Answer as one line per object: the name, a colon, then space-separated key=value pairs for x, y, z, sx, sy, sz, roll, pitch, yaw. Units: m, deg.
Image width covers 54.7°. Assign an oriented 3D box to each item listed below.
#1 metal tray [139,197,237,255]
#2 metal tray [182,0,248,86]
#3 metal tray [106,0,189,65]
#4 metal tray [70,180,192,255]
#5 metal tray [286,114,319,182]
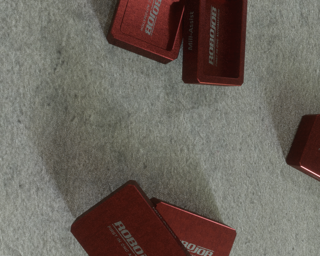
metal tray: x=0.031 y=0.159 z=0.419 sx=0.131 sy=0.030 sz=0.090 roll=25 pitch=82 yaw=-19
metal tray: x=0.075 y=-0.123 z=0.415 sx=0.091 sy=0.030 sz=0.129 roll=-2 pitch=96 yaw=-37
metal tray: x=-0.008 y=-0.160 z=0.404 sx=0.091 sy=0.030 sz=0.129 roll=17 pitch=84 yaw=-20
metal tray: x=-0.031 y=0.140 z=0.372 sx=0.090 sy=0.030 sz=0.130 roll=-36 pitch=92 yaw=-1
metal tray: x=0.280 y=0.044 z=0.512 sx=0.131 sy=0.030 sz=0.090 roll=27 pitch=81 yaw=-19
